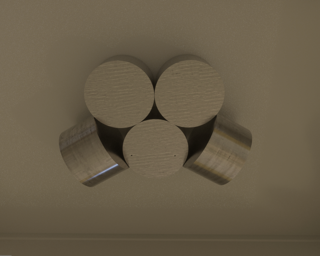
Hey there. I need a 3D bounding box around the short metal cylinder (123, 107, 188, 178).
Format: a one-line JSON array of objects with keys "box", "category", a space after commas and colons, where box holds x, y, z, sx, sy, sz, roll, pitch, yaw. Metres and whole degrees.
[{"box": [-0.005, 0.018, 0.403, 0.081, 0.050, 0.079, 0, 110, 0], "category": "short metal cylinder"}]

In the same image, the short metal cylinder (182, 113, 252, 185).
[{"box": [0.070, 0.025, 0.390, 0.050, 0.080, 0.080, 28, 108, -10], "category": "short metal cylinder"}]

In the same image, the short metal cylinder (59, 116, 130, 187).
[{"box": [-0.080, 0.027, 0.390, 0.050, 0.080, 0.080, -29, 108, 10], "category": "short metal cylinder"}]

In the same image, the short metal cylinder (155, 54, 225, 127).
[{"box": [0.034, -0.047, 0.379, 0.081, 0.050, 0.079, 0, 110, 0], "category": "short metal cylinder"}]

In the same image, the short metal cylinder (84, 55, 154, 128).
[{"box": [-0.047, -0.046, 0.379, 0.081, 0.050, 0.079, 0, 110, 0], "category": "short metal cylinder"}]
